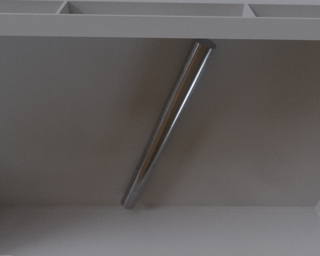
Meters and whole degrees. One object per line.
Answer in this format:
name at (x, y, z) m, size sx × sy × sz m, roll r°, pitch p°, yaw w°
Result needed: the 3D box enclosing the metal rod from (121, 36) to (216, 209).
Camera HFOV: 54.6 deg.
metal rod at (-0.002, 0.016, 0.419) m, size 0.025 × 0.025 × 0.298 m, roll 15°, pitch 129°, yaw -13°
